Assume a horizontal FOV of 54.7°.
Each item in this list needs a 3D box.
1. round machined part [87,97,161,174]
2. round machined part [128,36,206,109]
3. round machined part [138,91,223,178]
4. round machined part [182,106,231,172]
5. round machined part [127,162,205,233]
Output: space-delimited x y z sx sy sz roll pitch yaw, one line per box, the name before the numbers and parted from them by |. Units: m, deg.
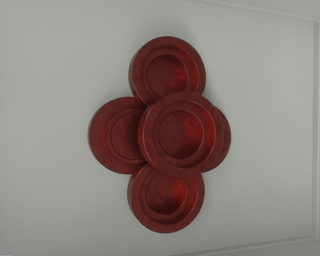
round machined part | -0.038 0.010 0.386 0.099 0.042 0.097 0 90 -21
round machined part | 0.006 -0.065 0.402 0.099 0.042 0.097 0 90 -21
round machined part | 0.021 0.007 0.363 0.099 0.042 0.097 0 90 -21
round machined part | 0.056 0.013 0.421 0.099 0.042 0.097 0 90 -21
round machined part | 0.005 0.082 0.402 0.099 0.042 0.097 0 90 -21
